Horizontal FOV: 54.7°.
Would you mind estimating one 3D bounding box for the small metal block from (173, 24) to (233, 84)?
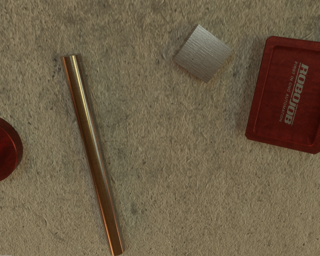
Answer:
[{"bbox_3d":[0.051,-0.090,0.377,0.050,0.025,0.050,33,107,-12],"label":"small metal block"}]

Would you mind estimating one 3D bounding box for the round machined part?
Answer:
[{"bbox_3d":[-0.239,0.032,0.409,0.099,0.042,0.097,0,110,-1],"label":"round machined part"}]

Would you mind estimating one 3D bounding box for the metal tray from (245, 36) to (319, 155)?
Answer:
[{"bbox_3d":[0.163,-0.041,0.378,0.090,0.030,0.129,13,111,16],"label":"metal tray"}]

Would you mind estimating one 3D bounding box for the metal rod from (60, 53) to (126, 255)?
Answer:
[{"bbox_3d":[-0.087,0.050,0.426,0.025,0.025,0.298,-8,110,2],"label":"metal rod"}]
